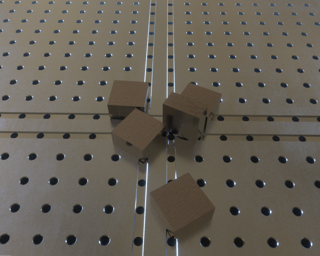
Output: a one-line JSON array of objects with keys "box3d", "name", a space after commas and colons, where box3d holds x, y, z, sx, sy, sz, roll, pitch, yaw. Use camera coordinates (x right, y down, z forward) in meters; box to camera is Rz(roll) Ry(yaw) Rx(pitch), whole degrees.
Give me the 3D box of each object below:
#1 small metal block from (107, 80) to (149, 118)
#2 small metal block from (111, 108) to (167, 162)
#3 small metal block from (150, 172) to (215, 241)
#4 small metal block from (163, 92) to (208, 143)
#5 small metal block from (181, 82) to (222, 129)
[{"box3d": [-0.044, -0.041, 0.442, 0.050, 0.025, 0.050, 4, 50, 3], "name": "small metal block"}, {"box3d": [-0.026, 0.008, 0.401, 0.050, 0.025, 0.050, 28, 56, 22], "name": "small metal block"}, {"box3d": [0.023, 0.084, 0.337, 0.050, 0.025, 0.050, -24, 54, -19], "name": "small metal block"}, {"box3d": [0.032, -0.013, 0.403, 0.050, 0.050, 0.025, 23, 54, 18], "name": "small metal block"}, {"box3d": [0.052, -0.032, 0.435, 0.050, 0.025, 0.050, 22, 54, 18], "name": "small metal block"}]
